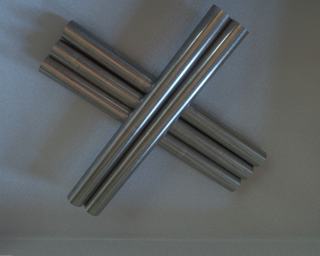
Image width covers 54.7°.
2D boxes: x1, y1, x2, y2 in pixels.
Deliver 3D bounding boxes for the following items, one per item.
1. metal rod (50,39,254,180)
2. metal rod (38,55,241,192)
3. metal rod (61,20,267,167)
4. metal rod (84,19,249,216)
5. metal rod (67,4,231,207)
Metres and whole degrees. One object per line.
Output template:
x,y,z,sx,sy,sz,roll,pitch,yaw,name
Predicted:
-0.002,-0.018,0.403,0.301,0.025,0.025,33,107,-12,metal rod
-0.017,0.000,0.409,0.301,0.025,0.025,33,107,-12,metal rod
0.014,-0.037,0.396,0.301,0.025,0.025,33,107,-12,metal rod
-0.002,-0.001,0.382,0.025,0.025,0.299,36,106,-12,metal rod
-0.023,-0.015,0.377,0.025,0.025,0.299,36,106,-12,metal rod
